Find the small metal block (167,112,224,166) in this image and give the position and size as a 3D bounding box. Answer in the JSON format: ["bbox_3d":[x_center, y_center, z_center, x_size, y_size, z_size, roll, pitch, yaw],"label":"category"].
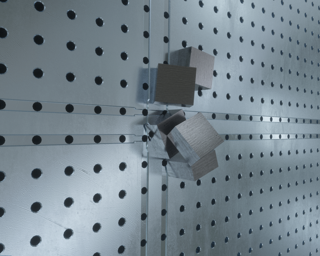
[{"bbox_3d":[0.047,0.014,0.403,0.050,0.025,0.050,-29,77,-37],"label":"small metal block"}]

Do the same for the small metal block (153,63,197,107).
[{"bbox_3d":[0.019,-0.056,0.412,0.050,0.025,0.050,5,86,-6],"label":"small metal block"}]

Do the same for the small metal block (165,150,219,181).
[{"bbox_3d":[0.044,0.050,0.432,0.050,0.050,0.025,-23,105,-38],"label":"small metal block"}]

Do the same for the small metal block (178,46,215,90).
[{"bbox_3d":[0.052,-0.086,0.455,0.050,0.025,0.050,11,83,-40],"label":"small metal block"}]

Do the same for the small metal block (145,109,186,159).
[{"bbox_3d":[0.014,0.007,0.423,0.050,0.025,0.050,-33,111,-35],"label":"small metal block"}]
